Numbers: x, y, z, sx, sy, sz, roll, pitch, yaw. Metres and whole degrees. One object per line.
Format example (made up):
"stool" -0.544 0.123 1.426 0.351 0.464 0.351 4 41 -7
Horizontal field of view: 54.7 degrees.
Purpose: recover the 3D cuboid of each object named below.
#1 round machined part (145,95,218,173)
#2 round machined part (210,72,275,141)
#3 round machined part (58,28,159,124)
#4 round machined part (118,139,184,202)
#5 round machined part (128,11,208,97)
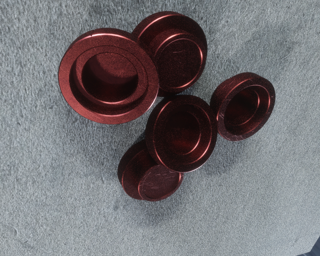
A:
"round machined part" 0.024 0.006 0.402 0.099 0.042 0.097 -4 97 -31
"round machined part" 0.111 -0.033 0.439 0.099 0.042 0.097 -14 125 -21
"round machined part" -0.051 -0.056 0.322 0.099 0.042 0.097 -2 123 -3
"round machined part" -0.006 0.064 0.434 0.099 0.042 0.097 -14 125 -21
"round machined part" 0.013 -0.080 0.356 0.099 0.042 0.097 -14 125 -21
